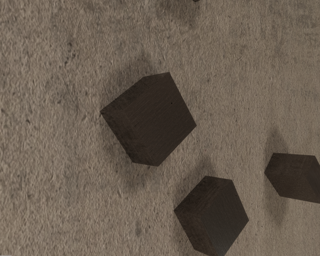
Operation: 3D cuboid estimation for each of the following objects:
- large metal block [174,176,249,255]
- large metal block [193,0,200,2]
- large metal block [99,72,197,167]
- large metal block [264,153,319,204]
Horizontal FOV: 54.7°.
[{"bbox_3d":[0.078,0.129,0.457,0.080,0.050,0.080,-40,115,-33],"label":"large metal block"},{"bbox_3d":[0.047,-0.238,0.430,0.080,0.050,0.080,18,79,-39],"label":"large metal block"},{"bbox_3d":[-0.012,-0.011,0.380,0.080,0.050,0.080,-44,117,-31],"label":"large metal block"},{"bbox_3d":[0.261,0.094,0.592,0.080,0.080,0.050,50,60,-29],"label":"large metal block"}]
